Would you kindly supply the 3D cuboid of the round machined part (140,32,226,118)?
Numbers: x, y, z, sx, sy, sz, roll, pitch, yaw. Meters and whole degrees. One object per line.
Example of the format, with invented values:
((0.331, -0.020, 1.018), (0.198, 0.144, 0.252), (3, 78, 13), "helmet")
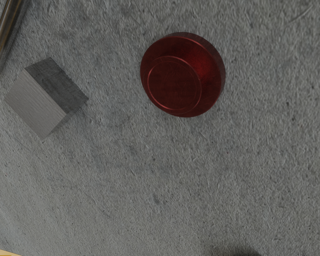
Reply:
((0.021, -0.054, 0.350), (0.098, 0.042, 0.097), (13, 124, 20), "round machined part")

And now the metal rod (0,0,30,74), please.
((-0.182, -0.166, 0.397), (0.025, 0.025, 0.299), (45, 129, -4), "metal rod")

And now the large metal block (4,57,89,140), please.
((-0.165, -0.041, 0.450), (0.080, 0.050, 0.080), (49, 128, -7), "large metal block")
